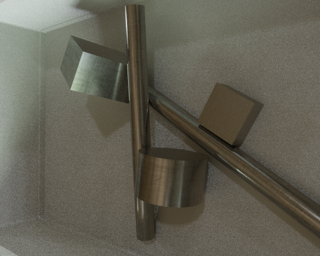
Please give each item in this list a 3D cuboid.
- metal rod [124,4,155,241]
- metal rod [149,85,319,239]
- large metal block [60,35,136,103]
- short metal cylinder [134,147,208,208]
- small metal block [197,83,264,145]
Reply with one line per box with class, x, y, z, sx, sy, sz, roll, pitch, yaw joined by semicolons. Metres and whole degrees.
metal rod;-0.025;0.000;0.398;0.025;0.025;0.298;5;102;39
metal rod;0.069;0.024;0.348;0.300;0.025;0.025;39;114;32
large metal block;-0.083;-0.080;0.422;0.080;0.081;0.050;49;121;51
short metal cylinder;0.013;0.054;0.359;0.080;0.081;0.050;9;96;39
small metal block;0.077;-0.016;0.342;0.050;0.025;0.050;37;112;33
